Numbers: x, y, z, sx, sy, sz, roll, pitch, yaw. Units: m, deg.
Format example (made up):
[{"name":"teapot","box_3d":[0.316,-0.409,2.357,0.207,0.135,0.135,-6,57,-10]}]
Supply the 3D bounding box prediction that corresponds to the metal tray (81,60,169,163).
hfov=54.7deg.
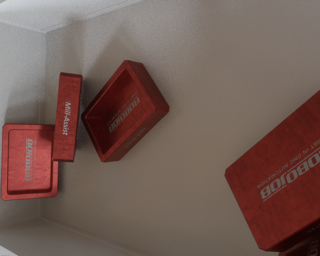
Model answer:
[{"name":"metal tray","box_3d":[-0.056,-0.021,0.446,0.129,0.030,0.090,-44,64,30]}]

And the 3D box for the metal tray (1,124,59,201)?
[{"name":"metal tray","box_3d":[-0.228,0.057,0.545,0.030,0.091,0.129,-173,85,-65]}]

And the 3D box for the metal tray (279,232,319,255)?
[{"name":"metal tray","box_3d":[0.125,0.117,0.230,0.030,0.131,0.090,48,124,8]}]

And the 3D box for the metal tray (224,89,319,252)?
[{"name":"metal tray","box_3d":[0.127,0.041,0.279,0.129,0.030,0.090,-48,42,29]}]

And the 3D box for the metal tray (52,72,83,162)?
[{"name":"metal tray","box_3d":[-0.143,-0.019,0.487,0.090,0.030,0.129,-150,67,-75]}]
